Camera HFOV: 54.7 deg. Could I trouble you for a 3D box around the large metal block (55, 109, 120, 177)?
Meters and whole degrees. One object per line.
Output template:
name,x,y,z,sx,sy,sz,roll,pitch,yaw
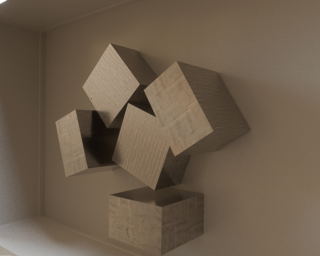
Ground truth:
large metal block,-0.093,0.021,0.444,0.050,0.081,0.080,-24,75,37

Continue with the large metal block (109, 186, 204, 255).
large metal block,-0.004,0.104,0.371,0.080,0.081,0.050,1,91,39

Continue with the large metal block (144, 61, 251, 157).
large metal block,0.041,-0.019,0.333,0.050,0.081,0.080,-38,67,33

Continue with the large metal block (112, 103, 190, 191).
large metal block,-0.007,0.021,0.393,0.080,0.050,0.079,28,108,36

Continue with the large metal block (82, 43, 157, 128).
large metal block,-0.052,-0.056,0.429,0.080,0.050,0.080,-49,61,28
